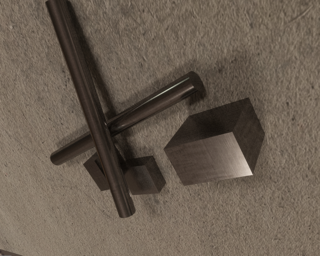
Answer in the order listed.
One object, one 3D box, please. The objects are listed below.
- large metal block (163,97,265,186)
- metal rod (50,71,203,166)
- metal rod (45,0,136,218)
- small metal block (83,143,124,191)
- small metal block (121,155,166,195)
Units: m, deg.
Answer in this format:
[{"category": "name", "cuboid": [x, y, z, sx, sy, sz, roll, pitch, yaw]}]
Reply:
[{"category": "large metal block", "cuboid": [0.063, 0.015, 0.346, 0.080, 0.080, 0.050, -17, 110, 34]}, {"category": "metal rod", "cuboid": [-0.067, -0.001, 0.440, 0.299, 0.025, 0.025, -26, 105, 36]}, {"category": "metal rod", "cuboid": [-0.087, -0.016, 0.412, 0.025, 0.025, 0.298, -8, 106, 31]}, {"category": "small metal block", "cuboid": [-0.079, 0.058, 0.467, 0.025, 0.050, 0.050, -19, 109, 35]}, {"category": "small metal block", "cuboid": [-0.026, 0.072, 0.464, 0.050, 0.025, 0.050, -12, 113, 33]}]
